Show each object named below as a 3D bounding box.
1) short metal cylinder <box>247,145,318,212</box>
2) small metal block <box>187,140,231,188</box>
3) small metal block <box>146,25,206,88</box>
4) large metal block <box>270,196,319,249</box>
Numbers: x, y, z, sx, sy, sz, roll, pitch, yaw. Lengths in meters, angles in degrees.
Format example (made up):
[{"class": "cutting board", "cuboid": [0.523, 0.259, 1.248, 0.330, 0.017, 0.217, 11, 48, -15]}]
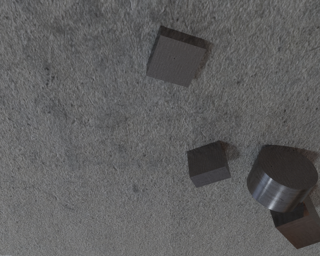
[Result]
[{"class": "short metal cylinder", "cuboid": [0.169, 0.070, 0.433, 0.081, 0.080, 0.050, 6, 130, -6]}, {"class": "small metal block", "cuboid": [0.068, 0.050, 0.435, 0.050, 0.050, 0.025, -20, 127, 16]}, {"class": "small metal block", "cuboid": [0.016, -0.078, 0.341, 0.050, 0.025, 0.050, 14, 129, -12]}, {"class": "large metal block", "cuboid": [0.209, 0.128, 0.484, 0.050, 0.080, 0.080, -31, 124, 23]}]
